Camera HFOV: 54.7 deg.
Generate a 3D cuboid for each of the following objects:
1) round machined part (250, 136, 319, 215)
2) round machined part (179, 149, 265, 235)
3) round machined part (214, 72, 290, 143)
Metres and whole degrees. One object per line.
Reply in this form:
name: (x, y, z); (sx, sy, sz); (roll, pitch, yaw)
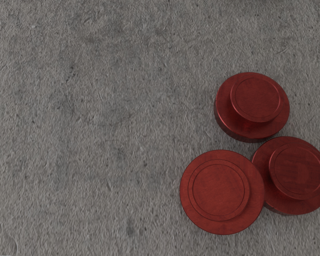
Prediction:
round machined part: (0.161, 0.056, 0.380); (0.099, 0.042, 0.098); (0, 70, 0)
round machined part: (0.070, 0.073, 0.358); (0.098, 0.042, 0.098); (-5, 74, 17)
round machined part: (0.123, -0.032, 0.412); (0.099, 0.042, 0.098); (0, 70, 0)
